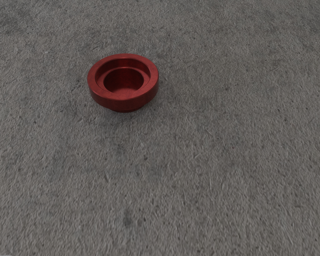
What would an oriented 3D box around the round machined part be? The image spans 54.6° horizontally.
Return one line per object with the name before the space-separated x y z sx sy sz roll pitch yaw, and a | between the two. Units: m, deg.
round machined part | -0.051 -0.060 0.443 0.099 0.042 0.098 0 50 0
